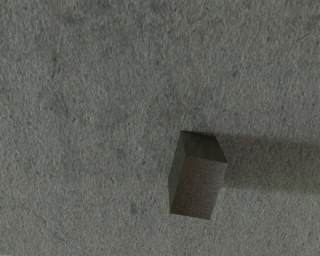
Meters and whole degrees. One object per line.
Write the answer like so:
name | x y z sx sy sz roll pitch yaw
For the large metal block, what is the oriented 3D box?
large metal block | 0.045 0.058 0.403 0.050 0.080 0.079 11 110 -5
